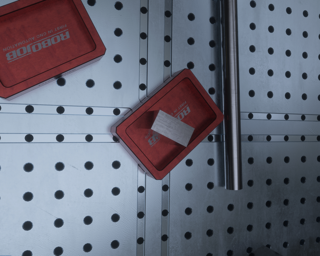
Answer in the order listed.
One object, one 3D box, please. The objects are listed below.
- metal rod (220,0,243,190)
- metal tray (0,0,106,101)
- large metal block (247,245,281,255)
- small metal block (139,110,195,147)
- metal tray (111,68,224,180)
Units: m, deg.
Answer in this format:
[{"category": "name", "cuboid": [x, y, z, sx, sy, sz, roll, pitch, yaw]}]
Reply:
[{"category": "metal rod", "cuboid": [0.103, -0.061, 0.452, 0.025, 0.025, 0.298, -2, 91, -20]}, {"category": "metal tray", "cuboid": [-0.141, -0.099, 0.357, 0.131, 0.030, 0.090, -30, 100, -18]}, {"category": "large metal block", "cuboid": [0.151, 0.237, 0.458, 0.081, 0.050, 0.080, -24, 98, -19]}, {"category": "small metal block", "cuboid": [0.007, 0.001, 0.389, 0.050, 0.050, 0.025, 28, 81, -18]}, {"category": "metal tray", "cuboid": [0.012, -0.006, 0.415, 0.130, 0.030, 0.090, -42, 104, -15]}]
